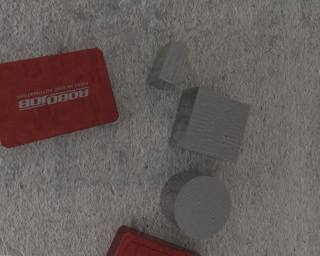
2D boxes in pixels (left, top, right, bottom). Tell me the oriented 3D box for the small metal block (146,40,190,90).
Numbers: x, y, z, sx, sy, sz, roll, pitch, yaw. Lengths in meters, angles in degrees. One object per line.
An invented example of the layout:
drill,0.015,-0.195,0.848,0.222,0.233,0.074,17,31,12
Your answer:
small metal block,0.009,-0.079,0.399,0.025,0.050,0.050,21,83,-19

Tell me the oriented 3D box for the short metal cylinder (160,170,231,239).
short metal cylinder,0.047,0.100,0.413,0.081,0.050,0.080,0,90,-20

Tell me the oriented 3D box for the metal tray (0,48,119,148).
metal tray,-0.123,-0.036,0.361,0.131,0.030,0.089,-15,95,-20

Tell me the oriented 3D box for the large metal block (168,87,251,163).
large metal block,0.066,-0.003,0.420,0.081,0.050,0.080,17,84,-19

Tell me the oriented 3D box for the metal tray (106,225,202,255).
metal tray,-0.010,0.193,0.403,0.131,0.030,0.090,27,81,-18
